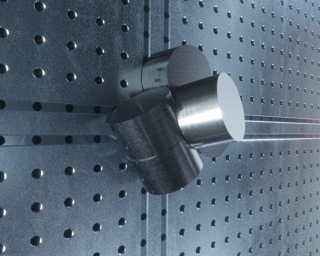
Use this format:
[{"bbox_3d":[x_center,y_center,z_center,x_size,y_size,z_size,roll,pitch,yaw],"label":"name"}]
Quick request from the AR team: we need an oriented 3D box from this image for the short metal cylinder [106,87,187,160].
[{"bbox_3d":[-0.015,-0.006,0.363,0.080,0.080,0.050,-41,116,-32],"label":"short metal cylinder"}]

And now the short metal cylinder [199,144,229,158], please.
[{"bbox_3d":[0.057,0.001,0.442,0.081,0.050,0.079,0,90,-40],"label":"short metal cylinder"}]

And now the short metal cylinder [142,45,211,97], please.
[{"bbox_3d":[0.023,-0.066,0.413,0.081,0.050,0.079,0,90,-40],"label":"short metal cylinder"}]

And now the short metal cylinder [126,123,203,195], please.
[{"bbox_3d":[0.006,0.036,0.380,0.080,0.080,0.050,-41,116,-32],"label":"short metal cylinder"}]

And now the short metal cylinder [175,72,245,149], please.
[{"bbox_3d":[0.060,-0.019,0.362,0.080,0.050,0.080,28,55,-51],"label":"short metal cylinder"}]
